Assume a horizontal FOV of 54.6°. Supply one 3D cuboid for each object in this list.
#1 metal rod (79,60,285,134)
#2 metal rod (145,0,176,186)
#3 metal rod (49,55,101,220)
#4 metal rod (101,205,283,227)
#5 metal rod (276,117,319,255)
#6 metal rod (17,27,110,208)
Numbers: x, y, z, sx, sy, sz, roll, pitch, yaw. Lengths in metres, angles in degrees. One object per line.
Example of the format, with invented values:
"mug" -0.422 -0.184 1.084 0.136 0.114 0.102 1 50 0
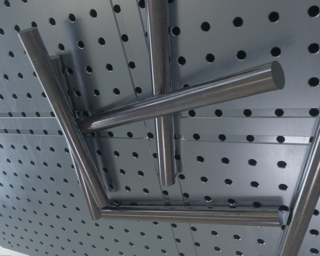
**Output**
"metal rod" -0.006 -0.024 0.364 0.299 0.025 0.025 -11 113 44
"metal rod" 0.002 -0.052 0.378 0.025 0.025 0.298 10 123 23
"metal rod" -0.135 0.032 0.502 0.025 0.025 0.298 7 122 25
"metal rod" 0.029 0.133 0.478 0.300 0.025 0.025 -8 114 32
"metal rod" 0.175 0.092 0.375 0.025 0.025 0.298 14 124 21
"metal rod" -0.131 0.003 0.459 0.025 0.025 0.299 2 124 27
